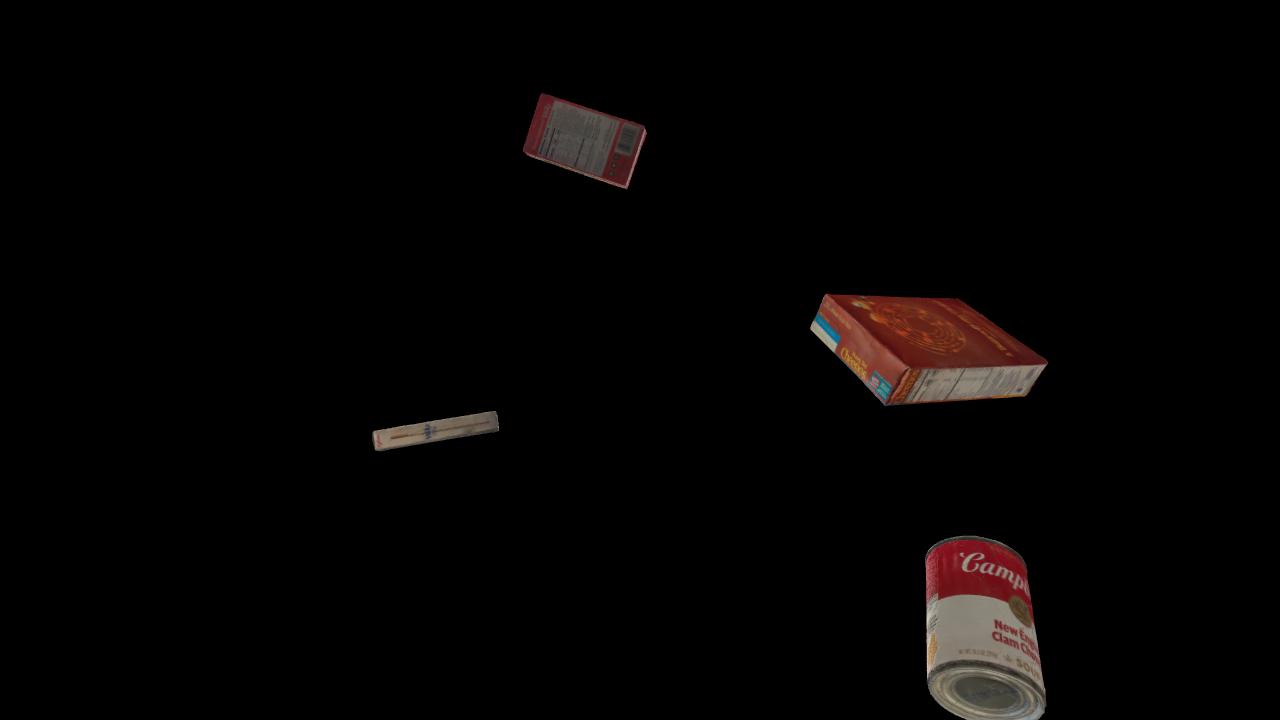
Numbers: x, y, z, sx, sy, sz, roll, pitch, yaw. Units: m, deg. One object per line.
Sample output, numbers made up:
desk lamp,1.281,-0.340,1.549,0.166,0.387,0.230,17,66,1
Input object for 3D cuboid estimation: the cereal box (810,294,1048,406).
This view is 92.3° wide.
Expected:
cereal box,0.453,-0.022,0.978,0.306,0.081,0.203,-2,36,-24

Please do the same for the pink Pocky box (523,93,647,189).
pink Pocky box,-0.076,-0.300,0.846,0.155,0.084,0.029,20,6,6

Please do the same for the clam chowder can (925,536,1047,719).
clam chowder can,0.232,0.183,0.422,0.068,0.068,0.102,0,35,25

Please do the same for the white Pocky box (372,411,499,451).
white Pocky box,-0.267,0.095,0.820,0.154,0.028,0.084,-8,-5,-14
